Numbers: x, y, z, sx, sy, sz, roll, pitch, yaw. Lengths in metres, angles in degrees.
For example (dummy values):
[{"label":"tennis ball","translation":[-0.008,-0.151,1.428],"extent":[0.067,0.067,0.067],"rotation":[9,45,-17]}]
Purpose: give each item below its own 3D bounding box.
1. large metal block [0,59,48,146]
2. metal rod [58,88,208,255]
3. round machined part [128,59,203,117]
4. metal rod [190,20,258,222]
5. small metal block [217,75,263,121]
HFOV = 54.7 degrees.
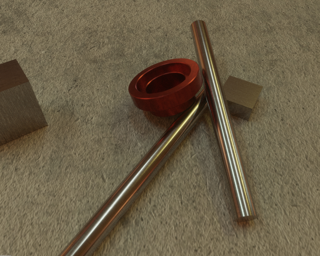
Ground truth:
[{"label":"large metal block","translation":[-0.199,-0.028,0.388],"extent":[0.081,0.080,0.050],"rotation":[-27,55,-21]},{"label":"metal rod","translation":[-0.005,0.036,0.372],"extent":[0.025,0.025,0.301],"rotation":[28,55,21]},{"label":"round machined part","translation":[0.010,-0.052,0.421],"extent":[0.098,0.042,0.098],"rotation":[-15,35,11]},{"label":"metal rod","translation":[0.075,-0.031,0.403],"extent":[0.025,0.025,0.299],"rotation":[-4,58,-4]},{"label":"small metal block","translation":[0.112,-0.043,0.441],"extent":[0.050,0.025,0.050],"rotation":[23,53,17]}]
